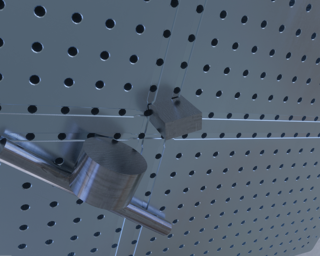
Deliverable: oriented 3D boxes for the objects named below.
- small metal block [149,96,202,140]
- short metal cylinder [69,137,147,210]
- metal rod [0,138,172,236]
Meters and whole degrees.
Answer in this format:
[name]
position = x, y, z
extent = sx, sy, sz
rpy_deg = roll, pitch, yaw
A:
[small metal block]
position = 0.019, -0.014, 0.397
extent = 0.050, 0.050, 0.025
rpy_deg = -16, 125, -19
[short metal cylinder]
position = -0.062, 0.053, 0.374
extent = 0.081, 0.080, 0.050
rpy_deg = 13, 112, -34
[metal rod]
position = -0.081, 0.095, 0.425
extent = 0.025, 0.025, 0.301
rpy_deg = -47, 129, 5
